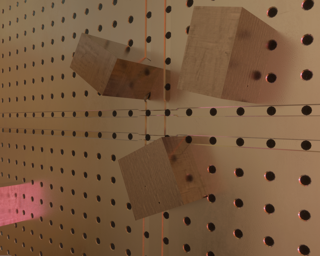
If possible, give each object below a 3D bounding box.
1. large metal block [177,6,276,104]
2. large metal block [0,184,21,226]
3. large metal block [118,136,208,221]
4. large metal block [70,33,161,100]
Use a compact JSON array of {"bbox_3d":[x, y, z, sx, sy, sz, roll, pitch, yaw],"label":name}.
[{"bbox_3d":[0.069,-0.071,0.315,0.050,0.081,0.079,19,102,38],"label":"large metal block"},{"bbox_3d":[-0.351,0.166,0.678,0.080,0.050,0.080,-5,87,39],"label":"large metal block"},{"bbox_3d":[0.002,0.063,0.390,0.080,0.050,0.080,-29,72,36],"label":"large metal block"},{"bbox_3d":[-0.060,-0.082,0.421,0.080,0.081,0.050,40,114,32],"label":"large metal block"}]
